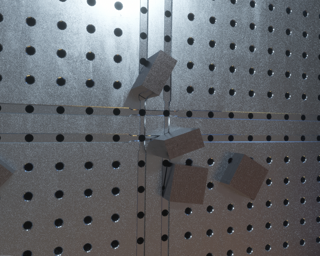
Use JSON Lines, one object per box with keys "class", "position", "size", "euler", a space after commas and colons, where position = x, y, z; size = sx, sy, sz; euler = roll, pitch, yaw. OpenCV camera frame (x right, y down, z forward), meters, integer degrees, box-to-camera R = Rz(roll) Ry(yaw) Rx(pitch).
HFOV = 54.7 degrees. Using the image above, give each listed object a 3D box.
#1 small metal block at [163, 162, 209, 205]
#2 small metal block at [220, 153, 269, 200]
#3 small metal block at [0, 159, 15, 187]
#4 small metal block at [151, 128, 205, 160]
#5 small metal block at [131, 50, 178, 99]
{"class": "small metal block", "position": [0.035, 0.076, 0.427], "size": [0.050, 0.025, 0.050], "euler": [10, 87, -20]}
{"class": "small metal block", "position": [0.126, 0.072, 0.461], "size": [0.050, 0.025, 0.050], "euler": [33, 79, -18]}
{"class": "small metal block", "position": [-0.199, 0.052, 0.339], "size": [0.050, 0.025, 0.050], "euler": [44, 76, -15]}
{"class": "small metal block", "position": [0.022, 0.019, 0.409], "size": [0.050, 0.050, 0.025], "euler": [-18, 97, -19]}
{"class": "small metal block", "position": [-0.009, -0.067, 0.397], "size": [0.025, 0.050, 0.050], "euler": [31, 80, -18]}
